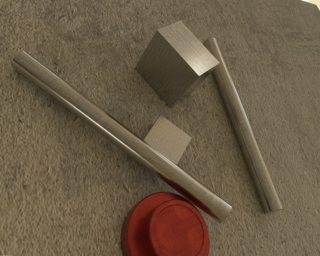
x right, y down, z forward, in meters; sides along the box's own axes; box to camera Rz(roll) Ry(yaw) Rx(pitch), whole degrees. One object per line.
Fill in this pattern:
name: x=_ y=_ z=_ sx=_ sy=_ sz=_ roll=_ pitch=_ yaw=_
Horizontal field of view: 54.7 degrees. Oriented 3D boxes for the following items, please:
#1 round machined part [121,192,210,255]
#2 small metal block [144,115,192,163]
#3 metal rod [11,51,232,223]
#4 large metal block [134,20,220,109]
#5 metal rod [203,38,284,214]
round machined part: x=0.012 y=0.115 z=0.330 sx=0.099 sy=0.042 sz=0.098 roll=14 pitch=56 yaw=-21
small metal block: x=0.005 y=0.020 z=0.396 sx=0.050 sy=0.025 sz=0.050 roll=36 pitch=51 yaw=-4
metal rod: x=-0.045 y=0.010 z=0.361 sx=0.301 sy=0.025 sz=0.025 roll=37 pitch=51 yaw=1
large metal block: x=0.021 y=-0.087 z=0.435 sx=0.080 sy=0.080 sz=0.050 roll=49 pitch=51 yaw=6
metal rod: x=0.121 y=-0.019 z=0.482 sx=0.025 sy=0.025 sz=0.299 roll=0 pitch=62 yaw=-29
